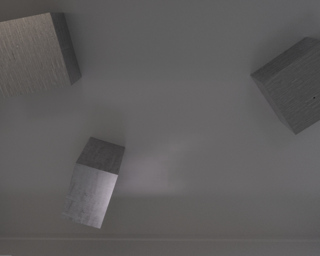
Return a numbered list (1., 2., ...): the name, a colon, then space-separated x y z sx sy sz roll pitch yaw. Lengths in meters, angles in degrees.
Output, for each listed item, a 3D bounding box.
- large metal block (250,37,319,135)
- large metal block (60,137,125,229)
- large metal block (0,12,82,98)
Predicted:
1. large metal block: 0.173 -0.052 0.380 0.080 0.050 0.080 -35 107 12
2. large metal block: -0.085 0.069 0.406 0.050 0.080 0.079 18 109 -7
3. large metal block: -0.148 -0.087 0.365 0.080 0.050 0.079 -10 110 3
